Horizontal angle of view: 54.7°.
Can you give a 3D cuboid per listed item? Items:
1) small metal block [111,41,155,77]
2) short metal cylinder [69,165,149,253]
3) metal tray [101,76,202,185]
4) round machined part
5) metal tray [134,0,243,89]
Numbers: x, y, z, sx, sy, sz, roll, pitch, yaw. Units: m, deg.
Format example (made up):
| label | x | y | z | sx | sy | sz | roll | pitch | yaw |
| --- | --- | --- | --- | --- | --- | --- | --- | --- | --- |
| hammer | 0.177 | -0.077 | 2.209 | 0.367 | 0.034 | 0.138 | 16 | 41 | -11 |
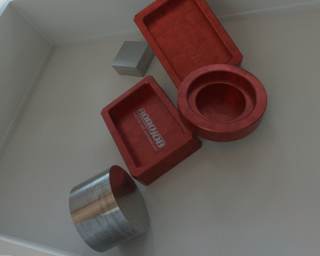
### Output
| label | x | y | z | sx | sy | sz | roll | pitch | yaw |
| --- | --- | --- | --- | --- | --- | --- | --- | --- | --- |
| small metal block | -0.042 | -0.111 | 0.494 | 0.050 | 0.025 | 0.050 | 12 | 68 | 33 |
| short metal cylinder | -0.054 | 0.088 | 0.344 | 0.050 | 0.080 | 0.080 | -29 | 52 | 9 |
| metal tray | -0.016 | -0.001 | 0.410 | 0.090 | 0.030 | 0.130 | -36 | 51 | 4 |
| round machined part | 0.070 | -0.025 | 0.360 | 0.099 | 0.042 | 0.098 | -2 | 56 | 4 |
| metal tray | 0.037 | -0.115 | 0.411 | 0.090 | 0.030 | 0.130 | -33 | 83 | 8 |
